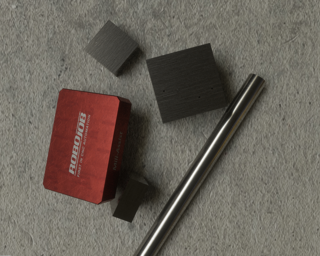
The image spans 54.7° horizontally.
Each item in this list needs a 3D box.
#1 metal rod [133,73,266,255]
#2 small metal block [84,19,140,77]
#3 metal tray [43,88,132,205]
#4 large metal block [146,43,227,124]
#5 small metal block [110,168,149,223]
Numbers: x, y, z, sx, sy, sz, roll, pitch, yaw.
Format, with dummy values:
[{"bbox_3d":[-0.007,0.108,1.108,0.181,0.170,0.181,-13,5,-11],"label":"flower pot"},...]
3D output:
[{"bbox_3d":[0.049,0.060,0.410,0.025,0.025,0.299,33,90,-1],"label":"metal rod"},{"bbox_3d":[-0.062,-0.104,0.409,0.050,0.025,0.050,40,90,-1],"label":"small metal block"},{"bbox_3d":[-0.092,0.021,0.390,0.090,0.030,0.129,10,90,22],"label":"metal tray"},{"bbox_3d":[0.032,-0.054,0.398,0.080,0.050,0.080,-15,90,-1],"label":"large metal block"},{"bbox_3d":[-0.041,0.084,0.395,0.025,0.050,0.050,25,90,-15],"label":"small metal block"}]
